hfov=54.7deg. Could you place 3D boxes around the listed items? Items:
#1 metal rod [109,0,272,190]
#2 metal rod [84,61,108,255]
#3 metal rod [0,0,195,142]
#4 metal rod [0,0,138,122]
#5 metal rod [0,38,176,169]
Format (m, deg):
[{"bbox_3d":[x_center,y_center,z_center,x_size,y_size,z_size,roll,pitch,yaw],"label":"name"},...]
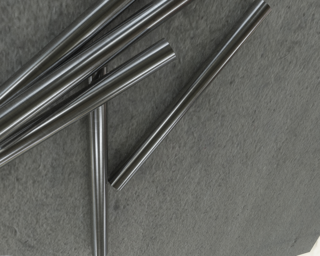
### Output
[{"bbox_3d":[0.034,-0.038,0.403,0.025,0.025,0.299,34,99,-39],"label":"metal rod"},{"bbox_3d":[-0.080,0.061,0.402,0.025,0.025,0.298,-9,123,-24],"label":"metal rod"},{"bbox_3d":[-0.054,-0.078,0.309,0.301,0.025,0.025,-39,130,-10],"label":"metal rod"},{"bbox_3d":[-0.131,-0.047,0.306,0.300,0.025,0.025,-42,130,0],"label":"metal rod"},{"bbox_3d":[-0.118,-0.002,0.318,0.301,0.025,0.025,-32,129,1],"label":"metal rod"}]
